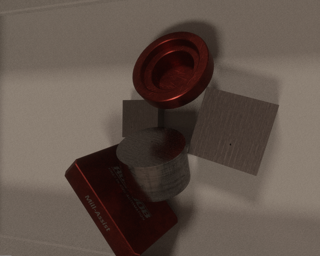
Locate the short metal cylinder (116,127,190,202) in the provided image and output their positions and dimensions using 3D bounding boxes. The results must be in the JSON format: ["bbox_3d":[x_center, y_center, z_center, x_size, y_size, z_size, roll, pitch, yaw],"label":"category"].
[{"bbox_3d":[-0.007,0.041,0.368,0.080,0.080,0.050,2,122,19],"label":"short metal cylinder"}]

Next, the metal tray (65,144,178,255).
[{"bbox_3d":[-0.046,0.087,0.388,0.030,0.091,0.130,-45,76,34],"label":"metal tray"}]

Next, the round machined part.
[{"bbox_3d":[0.019,-0.066,0.381,0.098,0.042,0.098,-12,61,22],"label":"round machined part"}]

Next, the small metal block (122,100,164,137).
[{"bbox_3d":[-0.022,-0.012,0.417,0.050,0.025,0.050,1,90,19],"label":"small metal block"}]

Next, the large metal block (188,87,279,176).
[{"bbox_3d":[0.087,0.002,0.366,0.080,0.050,0.080,18,96,18],"label":"large metal block"}]
